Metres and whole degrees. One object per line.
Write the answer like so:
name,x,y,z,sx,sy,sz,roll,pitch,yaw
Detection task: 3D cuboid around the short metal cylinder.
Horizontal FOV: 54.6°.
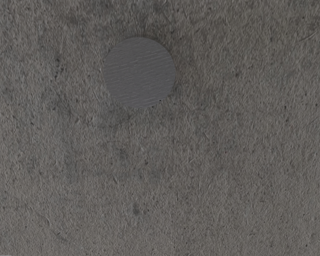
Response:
short metal cylinder,-0.023,-0.069,0.371,0.080,0.050,0.079,0,110,0
